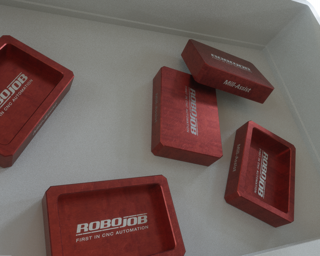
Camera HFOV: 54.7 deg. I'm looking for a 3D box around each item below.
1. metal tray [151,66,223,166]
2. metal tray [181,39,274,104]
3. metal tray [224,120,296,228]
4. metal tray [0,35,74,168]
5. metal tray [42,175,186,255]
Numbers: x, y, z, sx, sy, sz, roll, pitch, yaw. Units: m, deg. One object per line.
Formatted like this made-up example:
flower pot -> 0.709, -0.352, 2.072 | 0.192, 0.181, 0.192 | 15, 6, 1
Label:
metal tray -> 0.036, -0.018, 0.433 | 0.091, 0.030, 0.130 | 14, 56, -21
metal tray -> 0.105, -0.089, 0.489 | 0.131, 0.030, 0.090 | 14, 34, -24
metal tray -> 0.147, 0.062, 0.442 | 0.090, 0.030, 0.130 | 29, 52, -10
metal tray -> -0.165, -0.033, 0.333 | 0.090, 0.030, 0.130 | 30, 52, -9
metal tray -> -0.046, 0.100, 0.316 | 0.131, 0.030, 0.090 | -1, 62, -29
